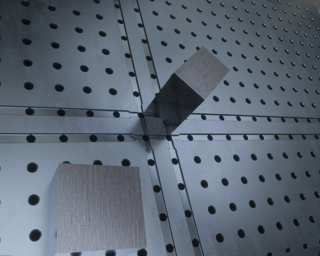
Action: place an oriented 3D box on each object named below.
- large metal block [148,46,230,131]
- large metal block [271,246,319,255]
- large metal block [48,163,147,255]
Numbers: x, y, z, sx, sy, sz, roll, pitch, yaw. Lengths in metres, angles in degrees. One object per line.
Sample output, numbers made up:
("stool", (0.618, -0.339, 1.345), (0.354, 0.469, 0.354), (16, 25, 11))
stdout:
("large metal block", (0.040, -0.055, 0.429), (0.050, 0.080, 0.080), (42, 51, 0))
("large metal block", (0.155, 0.186, 0.345), (0.050, 0.080, 0.080), (47, 51, 4))
("large metal block", (-0.064, 0.083, 0.308), (0.081, 0.050, 0.080), (6, 59, -25))
